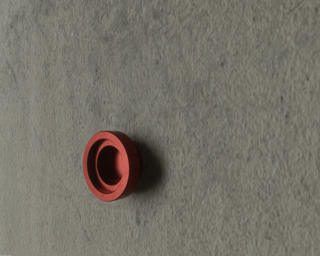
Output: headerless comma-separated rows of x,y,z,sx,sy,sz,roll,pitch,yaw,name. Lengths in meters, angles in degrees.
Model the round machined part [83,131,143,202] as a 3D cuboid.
-0.063,0.052,0.444,0.098,0.042,0.097,0,90,39,round machined part
